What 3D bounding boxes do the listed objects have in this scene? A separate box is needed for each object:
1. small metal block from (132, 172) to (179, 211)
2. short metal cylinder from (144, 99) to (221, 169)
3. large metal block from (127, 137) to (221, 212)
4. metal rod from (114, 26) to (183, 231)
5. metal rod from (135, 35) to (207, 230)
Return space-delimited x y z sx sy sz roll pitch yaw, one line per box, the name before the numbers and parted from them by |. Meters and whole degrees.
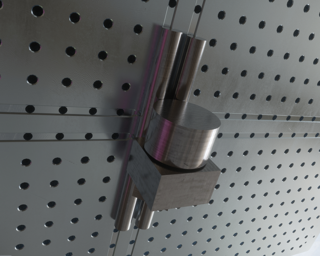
small metal block | -0.002 0.077 0.414 0.050 0.050 0.025 -46 154 -63
short metal cylinder | 0.025 0.005 0.367 0.081 0.080 0.050 1 118 -29
large metal block | 0.014 0.053 0.385 0.081 0.080 0.050 0 118 -29
metal rod | -0.022 0.018 0.414 0.025 0.025 0.298 1 118 -29
metal rod | 0.008 0.022 0.433 0.025 0.025 0.298 1 118 -29
